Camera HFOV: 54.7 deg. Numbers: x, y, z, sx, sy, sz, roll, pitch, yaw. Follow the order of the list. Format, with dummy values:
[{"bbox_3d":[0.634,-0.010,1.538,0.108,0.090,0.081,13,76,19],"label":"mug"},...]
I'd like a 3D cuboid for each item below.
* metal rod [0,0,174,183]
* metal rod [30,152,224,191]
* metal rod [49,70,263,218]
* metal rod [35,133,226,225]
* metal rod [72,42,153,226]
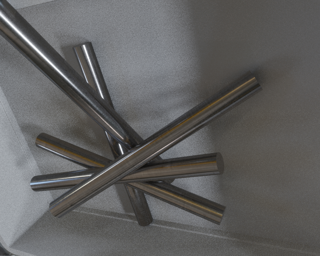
[{"bbox_3d":[-0.065,-0.016,0.355,0.025,0.025,0.300,-10,138,33],"label":"metal rod"},{"bbox_3d":[-0.063,0.063,0.416,0.300,0.025,0.025,-10,113,28],"label":"metal rod"},{"bbox_3d":[-0.018,0.029,0.369,0.300,0.025,0.025,-34,100,17],"label":"metal rod"},{"bbox_3d":[-0.054,0.066,0.443,0.301,0.025,0.025,19,126,19],"label":"metal rod"},{"bbox_3d":[-0.062,0.024,0.456,0.025,0.025,0.298,-2,118,29],"label":"metal rod"}]
